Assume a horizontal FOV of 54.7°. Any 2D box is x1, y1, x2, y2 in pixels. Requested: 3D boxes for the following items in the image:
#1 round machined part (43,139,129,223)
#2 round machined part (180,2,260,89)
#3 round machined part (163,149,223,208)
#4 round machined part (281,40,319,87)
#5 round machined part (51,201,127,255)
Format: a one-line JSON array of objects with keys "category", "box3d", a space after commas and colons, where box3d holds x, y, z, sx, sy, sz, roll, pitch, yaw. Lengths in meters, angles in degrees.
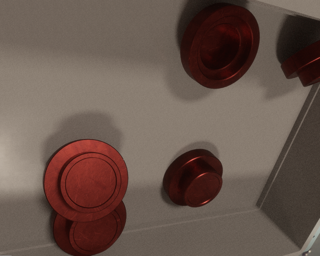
[{"category": "round machined part", "box3d": [-0.084, 0.061, 0.363, 0.099, 0.042, 0.097, 1, 87, -24]}, {"category": "round machined part", "box3d": [0.068, -0.100, 0.374, 0.099, 0.042, 0.097, -14, 125, -21]}, {"category": "round machined part", "box3d": [0.058, 0.085, 0.484, 0.099, 0.042, 0.097, -14, 125, -21]}, {"category": "round machined part", "box3d": [0.225, -0.091, 0.431, 0.099, 0.042, 0.098, -22, 172, -3]}, {"category": "round machined part", "box3d": [-0.090, 0.126, 0.411, 0.099, 0.042, 0.097, -6, 104, -26]}]
